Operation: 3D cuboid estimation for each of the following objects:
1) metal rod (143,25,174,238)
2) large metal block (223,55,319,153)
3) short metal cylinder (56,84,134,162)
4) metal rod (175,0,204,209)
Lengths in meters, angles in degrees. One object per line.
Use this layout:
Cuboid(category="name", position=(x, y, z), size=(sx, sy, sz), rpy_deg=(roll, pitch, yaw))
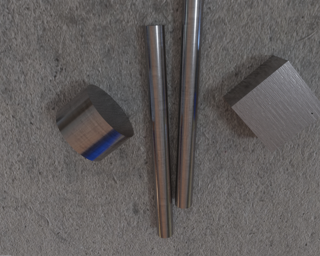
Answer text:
Cuboid(category="metal rod", position=(0.001, 0.019, 0.416), size=(0.025, 0.025, 0.298), rpy_deg=(-3, 110, 1))
Cuboid(category="large metal block", position=(0.140, -0.031, 0.386), size=(0.080, 0.050, 0.080), rpy_deg=(-41, 105, 13))
Cuboid(category="short metal cylinder", position=(-0.078, -0.006, 0.377), size=(0.050, 0.080, 0.080), rpy_deg=(-38, 106, 13))
Cuboid(category="metal rod", position=(0.036, -0.030, 0.398), size=(0.025, 0.025, 0.298), rpy_deg=(1, 110, -1))
